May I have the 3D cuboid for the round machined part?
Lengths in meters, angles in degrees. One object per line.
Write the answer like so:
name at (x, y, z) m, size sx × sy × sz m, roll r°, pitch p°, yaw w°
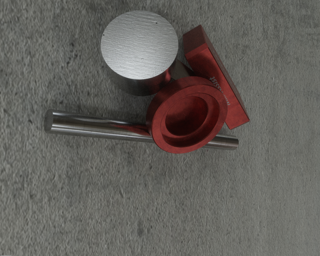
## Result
round machined part at (0.029, -0.019, 0.379) m, size 0.099 × 0.042 × 0.097 m, roll -13°, pitch 129°, yaw -16°

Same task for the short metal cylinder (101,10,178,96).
short metal cylinder at (-0.021, -0.081, 0.346) m, size 0.081 × 0.050 × 0.080 m, roll 0°, pitch 76°, yaw -1°

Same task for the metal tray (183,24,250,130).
metal tray at (0.078, -0.071, 0.435) m, size 0.130 × 0.030 × 0.090 m, roll 53°, pitch 21°, yaw -27°

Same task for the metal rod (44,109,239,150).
metal rod at (0.003, 0.009, 0.408) m, size 0.302 × 0.025 × 0.025 m, roll 8°, pitch 85°, yaw -40°

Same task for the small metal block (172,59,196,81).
small metal block at (0.018, -0.062, 0.403) m, size 0.050 × 0.050 × 0.025 m, roll 30°, pitch 72°, yaw -36°
